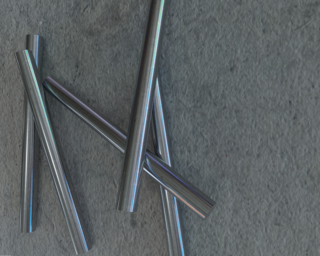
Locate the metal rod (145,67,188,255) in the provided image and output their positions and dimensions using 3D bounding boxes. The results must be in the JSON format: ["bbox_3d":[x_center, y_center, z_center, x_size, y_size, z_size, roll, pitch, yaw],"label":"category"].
[{"bbox_3d":[0.009,0.068,0.405,0.025,0.025,0.298,-10,87,19],"label":"metal rod"}]

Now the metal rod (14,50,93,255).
[{"bbox_3d":[-0.154,0.034,0.448,0.025,0.025,0.298,-17,89,19],"label":"metal rod"}]

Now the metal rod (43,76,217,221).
[{"bbox_3d":[-0.055,0.013,0.408,0.300,0.025,0.025,36,101,23],"label":"metal rod"}]

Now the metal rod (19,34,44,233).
[{"bbox_3d":[-0.198,0.009,0.476,0.025,0.025,0.298,3,91,19],"label":"metal rod"}]

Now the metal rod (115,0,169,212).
[{"bbox_3d":[-0.018,-0.051,0.382,0.025,0.025,0.299,5,79,19],"label":"metal rod"}]
